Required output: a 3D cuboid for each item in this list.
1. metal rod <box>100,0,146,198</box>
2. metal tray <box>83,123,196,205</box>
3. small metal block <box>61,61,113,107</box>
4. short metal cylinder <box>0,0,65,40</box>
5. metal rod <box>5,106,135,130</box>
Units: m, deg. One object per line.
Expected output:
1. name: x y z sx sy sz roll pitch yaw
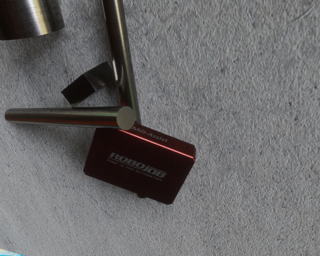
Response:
1. metal rod: -0.041 -0.029 0.410 0.025 0.025 0.298 7 122 24
2. metal tray: -0.028 0.043 0.417 0.131 0.030 0.089 21 120 -4
3. small metal block: -0.092 -0.057 0.404 0.050 0.050 0.025 -27 104 37
4. short metal cylinder: -0.161 -0.140 0.370 0.080 0.080 0.050 6 121 25
5. metal rod: -0.143 -0.016 0.424 0.300 0.025 0.025 3 121 44
